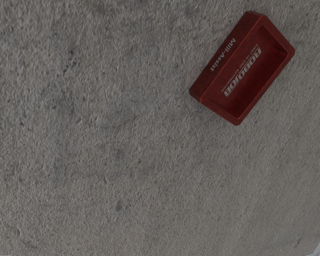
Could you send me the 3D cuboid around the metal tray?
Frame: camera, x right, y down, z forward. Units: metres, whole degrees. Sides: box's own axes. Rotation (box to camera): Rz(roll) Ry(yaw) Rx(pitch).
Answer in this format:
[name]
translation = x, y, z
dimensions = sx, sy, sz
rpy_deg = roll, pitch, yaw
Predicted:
[metal tray]
translation = 0.111, -0.075, 0.416
dimensions = 0.090, 0.030, 0.130
rpy_deg = 28, 103, -38
